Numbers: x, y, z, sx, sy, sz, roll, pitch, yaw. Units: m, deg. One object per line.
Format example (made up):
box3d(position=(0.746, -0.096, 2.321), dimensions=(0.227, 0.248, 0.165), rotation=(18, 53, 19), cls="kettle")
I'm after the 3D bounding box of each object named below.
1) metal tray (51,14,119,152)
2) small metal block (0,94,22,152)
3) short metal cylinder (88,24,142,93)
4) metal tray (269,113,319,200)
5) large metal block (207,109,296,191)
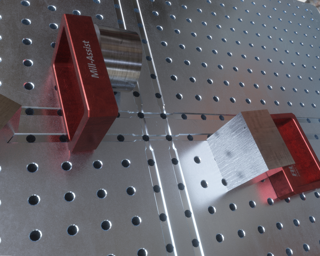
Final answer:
box3d(position=(-0.090, -0.049, 0.348), dimensions=(0.030, 0.090, 0.130), rotation=(-5, 64, -31), cls="metal tray")
box3d(position=(-0.164, 0.002, 0.303), dimensions=(0.025, 0.050, 0.050), rotation=(30, 52, -9), cls="small metal block")
box3d(position=(-0.062, -0.087, 0.393), dimensions=(0.050, 0.080, 0.080), rotation=(1, 61, -28), cls="short metal cylinder")
box3d(position=(0.202, 0.040, 0.491), dimensions=(0.091, 0.030, 0.130), rotation=(-5, 64, -31), cls="metal tray")
box3d(position=(0.119, 0.031, 0.421), dimensions=(0.050, 0.080, 0.080), rotation=(-6, 65, -31), cls="large metal block")
